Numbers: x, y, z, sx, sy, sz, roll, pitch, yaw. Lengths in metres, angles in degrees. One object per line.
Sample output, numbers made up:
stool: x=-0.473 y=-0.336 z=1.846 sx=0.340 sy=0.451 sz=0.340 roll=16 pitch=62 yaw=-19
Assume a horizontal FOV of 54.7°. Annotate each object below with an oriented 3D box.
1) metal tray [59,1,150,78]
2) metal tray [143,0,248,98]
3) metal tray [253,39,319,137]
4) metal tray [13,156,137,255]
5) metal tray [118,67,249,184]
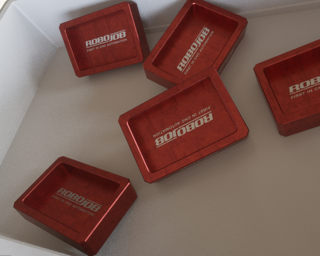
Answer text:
metal tray: x=-0.089 y=-0.139 z=0.497 sx=0.130 sy=0.089 sz=0.030 roll=-9 pitch=18 yaw=23
metal tray: x=0.049 y=-0.108 z=0.422 sx=0.090 sy=0.030 sz=0.130 roll=29 pitch=77 yaw=14
metal tray: x=0.181 y=-0.053 z=0.339 sx=0.130 sy=0.030 sz=0.090 roll=-20 pitch=54 yaw=16
metal tray: x=-0.105 y=0.089 z=0.384 sx=0.130 sy=0.030 sz=0.090 roll=12 pitch=48 yaw=33
metal tray: x=0.026 y=-0.001 z=0.367 sx=0.130 sy=0.030 sz=0.090 roll=-28 pitch=76 yaw=10
